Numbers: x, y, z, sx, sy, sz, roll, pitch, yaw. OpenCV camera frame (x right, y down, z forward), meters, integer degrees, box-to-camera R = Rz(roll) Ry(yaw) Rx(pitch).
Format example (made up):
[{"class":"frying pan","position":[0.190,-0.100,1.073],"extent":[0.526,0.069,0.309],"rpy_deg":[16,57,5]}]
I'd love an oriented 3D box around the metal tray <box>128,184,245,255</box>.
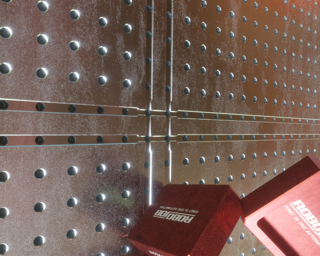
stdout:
[{"class":"metal tray","position":[0.026,0.109,0.359],"extent":[0.030,0.130,0.090],"rpy_deg":[49,61,-16]}]

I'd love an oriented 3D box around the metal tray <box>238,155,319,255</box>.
[{"class":"metal tray","position":[0.154,0.101,0.310],"extent":[0.130,0.090,0.030],"rpy_deg":[47,16,-15]}]
